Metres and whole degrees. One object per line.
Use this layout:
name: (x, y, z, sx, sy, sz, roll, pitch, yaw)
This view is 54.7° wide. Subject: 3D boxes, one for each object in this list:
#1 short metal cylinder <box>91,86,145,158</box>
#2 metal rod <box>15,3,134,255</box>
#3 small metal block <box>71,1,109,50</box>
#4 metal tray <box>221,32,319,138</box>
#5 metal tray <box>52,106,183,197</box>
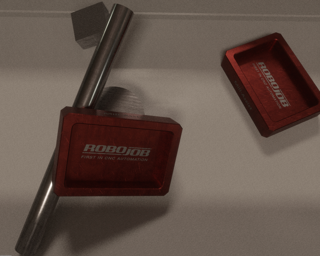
short metal cylinder: (-0.059, -0.006, 0.398, 0.081, 0.050, 0.080, 0, 70, 0)
metal rod: (-0.098, 0.003, 0.355, 0.025, 0.025, 0.299, 22, 91, 7)
small metal block: (-0.100, -0.151, 0.458, 0.050, 0.025, 0.050, -17, 71, 8)
metal tray: (0.155, -0.062, 0.431, 0.091, 0.030, 0.130, -22, 72, -8)
metal tray: (-0.047, 0.029, 0.346, 0.131, 0.030, 0.089, 5, 104, -24)
